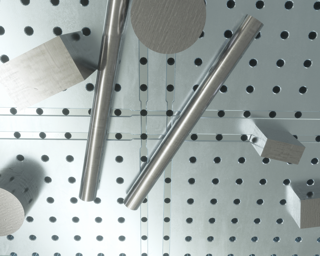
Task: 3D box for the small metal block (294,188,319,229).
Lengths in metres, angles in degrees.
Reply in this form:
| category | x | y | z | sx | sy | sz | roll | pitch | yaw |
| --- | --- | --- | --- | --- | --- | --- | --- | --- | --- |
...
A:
| category | x | y | z | sx | sy | sz | roll | pitch | yaw |
| --- | --- | --- | --- | --- | --- | --- | --- | --- | --- |
| small metal block | 0.228 | 0.118 | 0.459 | 0.050 | 0.025 | 0.050 | -8 | 110 | 2 |

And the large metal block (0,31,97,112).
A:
| category | x | y | z | sx | sy | sz | roll | pitch | yaw |
| --- | --- | --- | --- | --- | --- | --- | --- | --- | --- |
| large metal block | -0.126 | -0.069 | 0.358 | 0.080 | 0.080 | 0.050 | -24 | 109 | 8 |

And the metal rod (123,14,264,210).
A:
| category | x | y | z | sx | sy | sz | roll | pitch | yaw |
| --- | --- | --- | --- | --- | --- | --- | --- | --- | --- |
| metal rod | 0.035 | -0.008 | 0.410 | 0.025 | 0.025 | 0.298 | 30 | 107 | -11 |

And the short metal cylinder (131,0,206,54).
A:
| category | x | y | z | sx | sy | sz | roll | pitch | yaw |
| --- | --- | --- | --- | --- | --- | --- | --- | --- | --- |
| short metal cylinder | 0.009 | -0.128 | 0.353 | 0.081 | 0.050 | 0.079 | 0 | 110 | 0 |

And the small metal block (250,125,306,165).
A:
| category | x | y | z | sx | sy | sz | roll | pitch | yaw |
| --- | --- | --- | --- | --- | --- | --- | --- | --- | --- |
| small metal block | 0.153 | 0.021 | 0.409 | 0.050 | 0.050 | 0.025 | 13 | 110 | -5 |

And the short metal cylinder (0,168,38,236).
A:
| category | x | y | z | sx | sy | sz | roll | pitch | yaw |
| --- | --- | --- | --- | --- | --- | --- | --- | --- | --- |
| short metal cylinder | -0.221 | 0.103 | 0.436 | 0.081 | 0.050 | 0.079 | 0 | 110 | 0 |

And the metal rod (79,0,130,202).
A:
| category | x | y | z | sx | sy | sz | roll | pitch | yaw |
| --- | --- | --- | --- | --- | --- | --- | --- | --- | --- |
| metal rod | -0.073 | -0.037 | 0.398 | 0.025 | 0.025 | 0.298 | 11 | 110 | -4 |
